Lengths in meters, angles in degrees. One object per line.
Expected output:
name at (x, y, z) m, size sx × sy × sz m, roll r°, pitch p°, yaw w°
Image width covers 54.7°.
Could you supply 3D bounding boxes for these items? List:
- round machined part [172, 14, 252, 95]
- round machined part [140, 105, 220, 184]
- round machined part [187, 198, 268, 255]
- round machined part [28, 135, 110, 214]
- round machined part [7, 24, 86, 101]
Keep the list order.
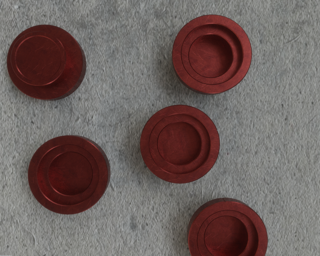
round machined part at (0.064, -0.091, 0.402) m, size 0.099 × 0.042 × 0.097 m, roll 0°, pitch 90°, yaw 0°
round machined part at (0.025, 0.020, 0.401) m, size 0.099 × 0.042 × 0.097 m, roll 0°, pitch 90°, yaw 0°
round machined part at (0.084, 0.139, 0.402) m, size 0.099 × 0.042 × 0.097 m, roll 0°, pitch 90°, yaw 0°
round machined part at (-0.113, 0.058, 0.400) m, size 0.099 × 0.042 × 0.097 m, roll 0°, pitch 90°, yaw 0°
round machined part at (-0.149, -0.085, 0.400) m, size 0.099 × 0.042 × 0.097 m, roll 0°, pitch 90°, yaw 0°
